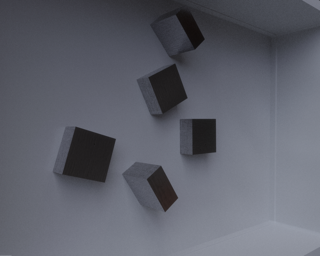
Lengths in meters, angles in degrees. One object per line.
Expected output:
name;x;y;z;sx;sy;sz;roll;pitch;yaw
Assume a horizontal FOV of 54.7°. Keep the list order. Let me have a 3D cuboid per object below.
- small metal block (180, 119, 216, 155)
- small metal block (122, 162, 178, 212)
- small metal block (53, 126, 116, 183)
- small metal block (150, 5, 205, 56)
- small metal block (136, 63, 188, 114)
small metal block;0.056;0.012;0.453;0.050;0.025;0.050;-1;91;-40
small metal block;-0.012;0.071;0.380;0.025;0.050;0.050;-41;115;-32
small metal block;-0.082;0.029;0.338;0.050;0.025;0.050;21;77;-38
small metal block;0.023;-0.127;0.409;0.025;0.050;0.050;-50;120;-28
small metal block;0.004;-0.051;0.409;0.050;0.025;0.050;-34;111;-35
